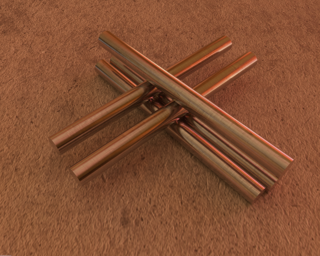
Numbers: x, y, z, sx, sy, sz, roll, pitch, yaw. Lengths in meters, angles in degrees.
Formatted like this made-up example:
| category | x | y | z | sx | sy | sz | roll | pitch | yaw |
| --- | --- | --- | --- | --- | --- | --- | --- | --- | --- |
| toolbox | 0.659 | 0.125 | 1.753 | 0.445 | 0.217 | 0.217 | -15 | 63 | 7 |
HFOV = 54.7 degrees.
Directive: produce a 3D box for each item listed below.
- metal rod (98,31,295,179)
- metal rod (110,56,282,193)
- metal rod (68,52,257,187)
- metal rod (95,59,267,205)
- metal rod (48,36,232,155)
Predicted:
| category | x | y | z | sx | sy | sz | roll | pitch | yaw |
| --- | --- | --- | --- | --- | --- | --- | --- | --- | --- |
| metal rod | 0.024 | -0.044 | 0.376 | 0.025 | 0.025 | 0.300 | -35 | 59 | -26 |
| metal rod | 0.030 | -0.021 | 0.423 | 0.025 | 0.025 | 0.300 | -35 | 58 | -26 |
| metal rod | 0.022 | -0.025 | 0.393 | 0.302 | 0.025 | 0.025 | -35 | 58 | -26 |
| metal rod | 0.009 | -0.010 | 0.413 | 0.025 | 0.025 | 0.300 | -35 | 58 | -26 |
| metal rod | -0.009 | -0.056 | 0.419 | 0.302 | 0.025 | 0.025 | -35 | 58 | -26 |
